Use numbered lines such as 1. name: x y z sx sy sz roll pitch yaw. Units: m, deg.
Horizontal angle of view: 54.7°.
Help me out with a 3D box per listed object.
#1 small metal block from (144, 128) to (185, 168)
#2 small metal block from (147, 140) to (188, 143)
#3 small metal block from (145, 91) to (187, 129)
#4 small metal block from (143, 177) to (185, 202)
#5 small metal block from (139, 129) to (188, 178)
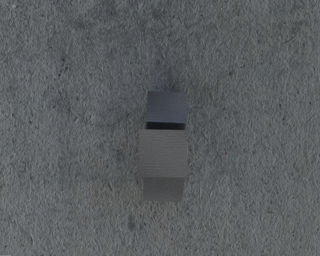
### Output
1. small metal block: 0.006 0.026 0.412 0.050 0.025 0.050 2 90 -1
2. small metal block: 0.006 0.027 0.373 0.050 0.050 0.025 2 90 -1
3. small metal block: 0.008 -0.020 0.399 0.050 0.025 0.050 3 54 0
4. small metal block: 0.004 0.069 0.399 0.050 0.025 0.050 2 131 -1
5. small metal block: 0.003 0.027 0.336 0.050 0.025 0.050 1 90 -1
